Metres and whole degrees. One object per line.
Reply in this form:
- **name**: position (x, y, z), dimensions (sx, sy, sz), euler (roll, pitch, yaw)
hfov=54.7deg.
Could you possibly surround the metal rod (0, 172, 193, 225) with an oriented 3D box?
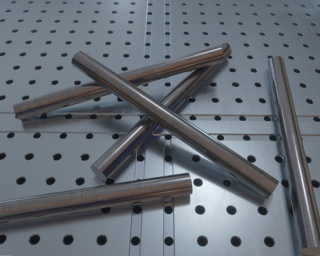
- **metal rod**: position (-0.114, 0.083, 0.336), dimensions (0.302, 0.025, 0.025), euler (-7, 51, -7)

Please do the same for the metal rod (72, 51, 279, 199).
- **metal rod**: position (0.008, -0.012, 0.388), dimensions (0.300, 0.025, 0.025), euler (35, 57, 14)

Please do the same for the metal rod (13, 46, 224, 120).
- **metal rod**: position (-0.053, -0.067, 0.444), dimensions (0.302, 0.025, 0.025), euler (-17, 52, -8)

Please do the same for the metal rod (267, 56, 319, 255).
- **metal rod**: position (0.169, 0.008, 0.402), dimensions (0.025, 0.025, 0.300), euler (5, 50, 4)

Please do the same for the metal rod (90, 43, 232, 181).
- **metal rod**: position (0.018, -0.039, 0.440), dimensions (0.025, 0.025, 0.301), euler (30, 56, 22)
